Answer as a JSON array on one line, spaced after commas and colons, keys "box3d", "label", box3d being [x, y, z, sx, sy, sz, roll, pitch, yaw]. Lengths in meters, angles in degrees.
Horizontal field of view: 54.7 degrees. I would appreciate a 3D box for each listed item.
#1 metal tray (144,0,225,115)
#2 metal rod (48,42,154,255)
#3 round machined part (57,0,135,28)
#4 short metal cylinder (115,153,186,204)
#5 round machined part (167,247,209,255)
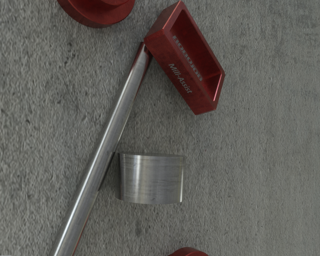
[{"box3d": [0.039, -0.093, 0.418, 0.130, 0.030, 0.090, 51, 41, -28], "label": "metal tray"}, {"box3d": [-0.066, 0.034, 0.350, 0.025, 0.025, 0.299, 32, 70, -36], "label": "metal rod"}, {"box3d": [-0.066, -0.164, 0.340, 0.099, 0.042, 0.097, 0, 90, -40], "label": "round machined part"}, {"box3d": [-0.011, 0.056, 0.362, 0.081, 0.080, 0.050, 5, 87, -40], "label": "short metal cylinder"}, {"box3d": [0.028, 0.211, 0.420, 0.099, 0.042, 0.097, 0, 90, -40], "label": "round machined part"}]
